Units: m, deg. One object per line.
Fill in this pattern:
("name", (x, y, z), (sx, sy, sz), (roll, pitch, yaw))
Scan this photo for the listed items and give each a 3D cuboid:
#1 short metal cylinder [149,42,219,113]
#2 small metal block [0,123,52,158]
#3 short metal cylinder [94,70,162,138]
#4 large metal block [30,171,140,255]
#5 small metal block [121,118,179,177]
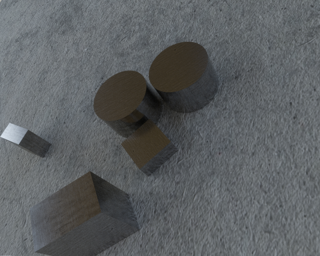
("short metal cylinder", (0.032, -0.067, 0.411), (0.080, 0.050, 0.080), (-13, 56, 20))
("small metal block", (-0.208, 0.020, 0.482), (0.050, 0.050, 0.025), (14, 69, 33))
("short metal cylinder", (-0.044, -0.032, 0.429), (0.080, 0.050, 0.080), (-13, 56, 20))
("large metal block", (-0.082, 0.103, 0.347), (0.080, 0.080, 0.050), (-32, 52, 7))
("small metal block", (-0.014, 0.024, 0.395), (0.050, 0.025, 0.050), (-42, 51, -1))
